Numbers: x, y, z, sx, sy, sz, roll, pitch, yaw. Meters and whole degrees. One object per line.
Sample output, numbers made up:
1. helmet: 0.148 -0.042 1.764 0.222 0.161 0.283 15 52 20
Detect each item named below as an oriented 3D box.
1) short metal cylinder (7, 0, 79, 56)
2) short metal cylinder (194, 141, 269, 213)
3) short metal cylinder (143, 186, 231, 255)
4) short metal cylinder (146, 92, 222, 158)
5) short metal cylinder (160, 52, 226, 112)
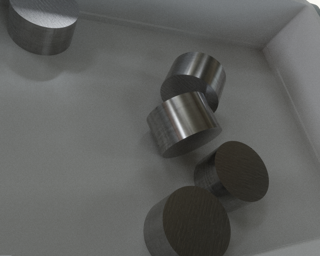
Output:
1. short metal cylinder: -0.149 -0.140 0.395 0.081 0.050 0.080 14 56 -21
2. short metal cylinder: 0.091 0.063 0.400 0.081 0.050 0.080 14 56 -21
3. short metal cylinder: 0.029 0.110 0.338 0.081 0.050 0.080 14 56 -21
4. short metal cylinder: 0.030 -0.002 0.388 0.081 0.080 0.050 -12 68 -33
5. short metal cylinder: 0.047 -0.058 0.431 0.080 0.080 0.050 31 52 -9
